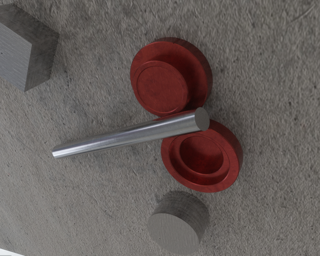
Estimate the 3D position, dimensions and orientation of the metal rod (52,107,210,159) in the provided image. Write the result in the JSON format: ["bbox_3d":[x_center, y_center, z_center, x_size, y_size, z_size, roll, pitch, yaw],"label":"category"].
[{"bbox_3d":[-0.063,0.016,0.420,0.299,0.025,0.025,-13,112,43],"label":"metal rod"}]

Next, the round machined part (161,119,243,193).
[{"bbox_3d":[0.054,0.029,0.385,0.098,0.042,0.097,13,124,21],"label":"round machined part"}]

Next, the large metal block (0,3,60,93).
[{"bbox_3d":[-0.194,-0.110,0.425,0.080,0.050,0.079,34,129,5],"label":"large metal block"}]

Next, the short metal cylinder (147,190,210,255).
[{"bbox_3d":[0.028,0.141,0.463,0.080,0.050,0.079,13,124,21],"label":"short metal cylinder"}]

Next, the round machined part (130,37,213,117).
[{"bbox_3d":[0.008,-0.052,0.360,0.098,0.042,0.097,13,124,21],"label":"round machined part"}]
